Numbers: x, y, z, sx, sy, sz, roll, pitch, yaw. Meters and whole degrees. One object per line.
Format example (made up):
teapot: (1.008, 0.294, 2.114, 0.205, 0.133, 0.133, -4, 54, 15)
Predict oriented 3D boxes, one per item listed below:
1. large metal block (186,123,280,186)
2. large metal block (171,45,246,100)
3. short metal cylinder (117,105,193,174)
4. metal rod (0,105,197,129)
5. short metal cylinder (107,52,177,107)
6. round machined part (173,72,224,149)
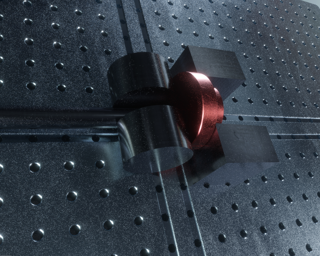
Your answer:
large metal block: (0.088, 0.036, 0.399, 0.081, 0.080, 0.050, 3, 61, -27)
large metal block: (0.061, -0.069, 0.449, 0.081, 0.080, 0.050, 0, 62, -28)
short metal cylinder: (-0.007, 0.015, 0.359, 0.081, 0.080, 0.050, 1, 62, -28)
metal rod: (-0.095, -0.012, 0.349, 0.303, 0.025, 0.025, -1, 62, -24)
short metal cylinder: (-0.023, -0.050, 0.391, 0.081, 0.080, 0.050, 1, 62, -28)
round machined part: (0.044, -0.021, 0.397, 0.042, 0.097, 0.098, 1, 62, -28)
